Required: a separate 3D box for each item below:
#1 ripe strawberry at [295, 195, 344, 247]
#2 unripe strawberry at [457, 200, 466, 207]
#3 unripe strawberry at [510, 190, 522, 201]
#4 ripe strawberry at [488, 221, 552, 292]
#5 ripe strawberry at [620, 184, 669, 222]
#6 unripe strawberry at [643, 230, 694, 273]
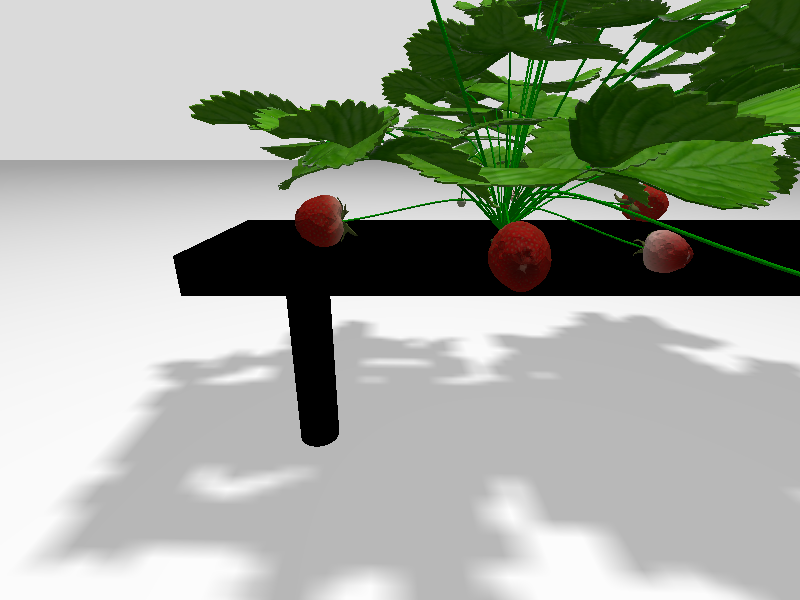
[{"bbox_3d":[-0.059,-0.058,0.294,0.036,0.037,0.033,-8,22,-19],"label":"ripe strawberry"},{"bbox_3d":[0.075,-0.118,0.488,0.011,0.010,0.010,-2,21,-5],"label":"unripe strawberry"},{"bbox_3d":[0.155,-0.138,0.532,0.019,0.017,0.017,7,9,17],"label":"unripe strawberry"},{"bbox_3d":[0.059,-0.021,0.199,0.031,0.035,0.033,4,22,10],"label":"ripe strawberry"},{"bbox_3d":[0.240,-0.095,0.389,0.042,0.036,0.042,-6,22,-16],"label":"ripe strawberry"},{"bbox_3d":[0.153,-0.027,0.230,0.022,0.025,0.024,-10,24,-25],"label":"unripe strawberry"}]
